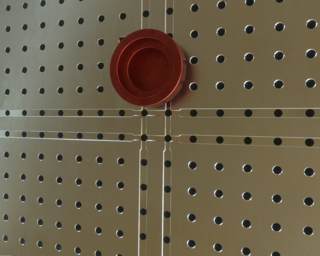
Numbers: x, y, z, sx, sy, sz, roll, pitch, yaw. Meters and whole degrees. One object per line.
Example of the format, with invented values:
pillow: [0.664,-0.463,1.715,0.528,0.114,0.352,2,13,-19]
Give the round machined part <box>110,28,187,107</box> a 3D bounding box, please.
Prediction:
round machined part: [-0.012,-0.076,0.407,0.098,0.042,0.097,0,90,19]
